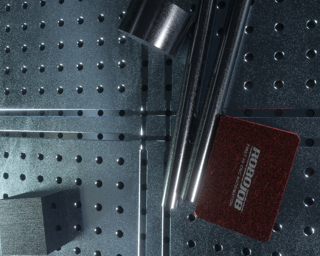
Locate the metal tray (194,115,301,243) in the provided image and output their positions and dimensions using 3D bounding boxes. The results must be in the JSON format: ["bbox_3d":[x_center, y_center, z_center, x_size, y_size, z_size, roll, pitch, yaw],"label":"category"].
[{"bbox_3d":[0.103,0.058,0.373,0.090,0.030,0.129,16,95,18],"label":"metal tray"}]

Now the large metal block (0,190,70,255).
[{"bbox_3d":[-0.189,0.141,0.464,0.080,0.050,0.080,-8,87,19],"label":"large metal block"}]

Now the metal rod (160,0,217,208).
[{"bbox_3d":[0.038,-0.045,0.398,0.025,0.025,0.298,12,94,19],"label":"metal rod"}]

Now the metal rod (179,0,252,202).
[{"bbox_3d":[0.073,-0.055,0.383,0.025,0.025,0.298,16,94,19],"label":"metal rod"}]

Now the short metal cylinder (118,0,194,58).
[{"bbox_3d":[-0.005,-0.127,0.385,0.080,0.080,0.050,29,100,17],"label":"short metal cylinder"}]
